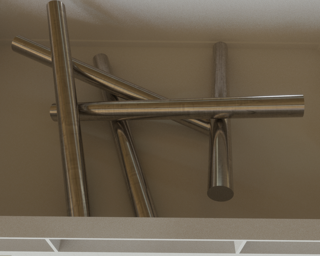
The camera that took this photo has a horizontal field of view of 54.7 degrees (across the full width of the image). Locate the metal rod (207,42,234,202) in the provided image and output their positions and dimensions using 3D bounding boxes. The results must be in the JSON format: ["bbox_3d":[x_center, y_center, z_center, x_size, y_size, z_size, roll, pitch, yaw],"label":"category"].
[{"bbox_3d":[0.079,-0.035,0.408,0.025,0.025,0.300,7,42,5],"label":"metal rod"}]

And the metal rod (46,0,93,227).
[{"bbox_3d":[-0.114,-0.034,0.377,0.025,0.025,0.299,-10,68,-9],"label":"metal rod"}]

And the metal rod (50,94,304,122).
[{"bbox_3d":[0.007,-0.022,0.371,0.301,0.025,0.025,-1,49,15],"label":"metal rod"}]

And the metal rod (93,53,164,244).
[{"bbox_3d":[-0.051,0.001,0.403,0.025,0.025,0.300,-13,51,-11],"label":"metal rod"}]

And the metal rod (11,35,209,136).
[{"bbox_3d":[-0.063,-0.058,0.420,0.301,0.025,0.025,24,53,6],"label":"metal rod"}]
